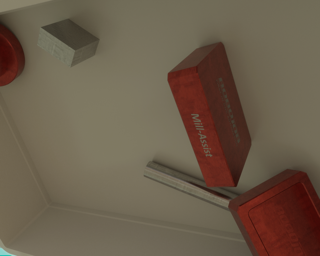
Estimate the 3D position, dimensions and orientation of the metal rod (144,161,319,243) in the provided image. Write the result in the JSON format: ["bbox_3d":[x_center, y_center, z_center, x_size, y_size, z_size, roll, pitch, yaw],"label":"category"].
[{"bbox_3d":[0.118,0.108,0.412,0.301,0.025,0.025,19,126,16],"label":"metal rod"}]

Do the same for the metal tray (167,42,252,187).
[{"bbox_3d":[0.058,-0.014,0.326,0.030,0.090,0.129,-9,114,32],"label":"metal tray"}]

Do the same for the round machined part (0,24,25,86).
[{"bbox_3d":[-0.254,-0.104,0.448,0.099,0.042,0.097,4,124,6],"label":"round machined part"}]

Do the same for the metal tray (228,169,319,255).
[{"bbox_3d":[0.147,0.124,0.350,0.090,0.030,0.130,-27,91,-8],"label":"metal tray"}]

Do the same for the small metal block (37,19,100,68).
[{"bbox_3d":[-0.113,-0.106,0.384,0.050,0.050,0.025,35,129,5],"label":"small metal block"}]
